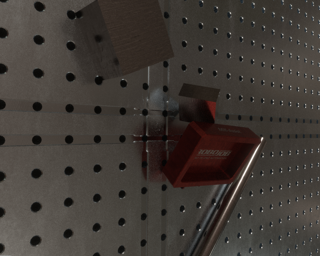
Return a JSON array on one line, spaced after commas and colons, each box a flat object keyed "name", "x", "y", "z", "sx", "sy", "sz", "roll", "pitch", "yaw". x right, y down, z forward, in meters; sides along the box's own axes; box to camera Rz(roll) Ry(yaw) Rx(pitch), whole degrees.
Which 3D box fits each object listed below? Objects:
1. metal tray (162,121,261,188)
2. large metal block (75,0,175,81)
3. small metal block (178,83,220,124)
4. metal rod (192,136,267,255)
[{"name": "metal tray", "x": 0.076, "y": 0.040, "z": 0.442, "sx": 0.131, "sy": 0.030, "sz": 0.089, "roll": 6, "pitch": 122, "yaw": -40}, {"name": "large metal block", "x": -0.039, "y": -0.108, "z": 0.362, "sx": 0.081, "sy": 0.050, "sz": 0.080, "roll": -29, "pitch": 109, "yaw": -36}, {"name": "small metal block", "x": 0.054, "y": -0.031, "z": 0.425, "sx": 0.050, "sy": 0.050, "sz": 0.025, "roll": 83, "pitch": 25, "yaw": -50}, {"name": "metal rod", "x": 0.104, "y": 0.133, "z": 0.499, "sx": 0.025, "sy": 0.025, "sz": 0.301, "roll": 51, "pitch": 60, "yaw": -28}]
